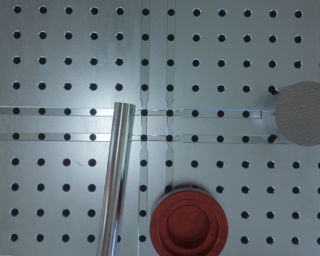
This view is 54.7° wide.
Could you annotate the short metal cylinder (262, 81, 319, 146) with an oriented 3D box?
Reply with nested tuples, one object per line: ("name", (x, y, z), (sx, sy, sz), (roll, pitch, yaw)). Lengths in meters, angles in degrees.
("short metal cylinder", (0.180, -0.018, 0.402), (0.081, 0.050, 0.080), (0, 90, 0))

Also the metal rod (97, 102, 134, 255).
("metal rod", (-0.065, 0.115, 0.412), (0.025, 0.025, 0.298), (7, 90, 0))

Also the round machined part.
("round machined part", (0.036, 0.126, 0.405), (0.099, 0.042, 0.097), (0, 90, 0))
